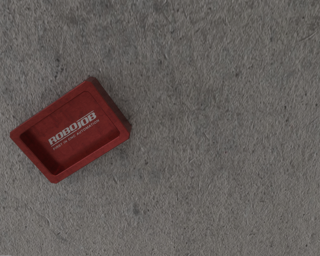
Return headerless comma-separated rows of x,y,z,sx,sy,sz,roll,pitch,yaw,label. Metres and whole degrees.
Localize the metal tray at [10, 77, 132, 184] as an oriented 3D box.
-0.115,0.005,0.407,0.130,0.030,0.090,-32,107,11,metal tray
